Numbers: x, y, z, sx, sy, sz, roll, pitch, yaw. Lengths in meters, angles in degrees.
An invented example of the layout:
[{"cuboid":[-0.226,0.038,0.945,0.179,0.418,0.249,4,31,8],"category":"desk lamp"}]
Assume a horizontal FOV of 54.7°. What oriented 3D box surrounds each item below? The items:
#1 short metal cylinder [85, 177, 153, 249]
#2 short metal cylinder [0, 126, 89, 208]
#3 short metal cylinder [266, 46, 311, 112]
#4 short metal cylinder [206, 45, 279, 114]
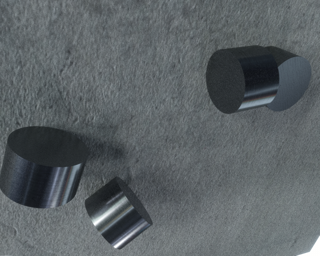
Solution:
[{"cuboid":[-0.054,0.111,0.412,0.050,0.080,0.080,-38,130,-3],"category":"short metal cylinder"},{"cuboid":[-0.122,0.039,0.329,0.081,0.080,0.050,8,114,-32],"category":"short metal cylinder"},{"cuboid":[0.164,-0.070,0.440,0.081,0.050,0.079,-14,125,-21],"category":"short metal cylinder"},{"cuboid":[0.101,-0.061,0.391,0.050,0.080,0.079,-12,124,-22],"category":"short metal cylinder"}]
